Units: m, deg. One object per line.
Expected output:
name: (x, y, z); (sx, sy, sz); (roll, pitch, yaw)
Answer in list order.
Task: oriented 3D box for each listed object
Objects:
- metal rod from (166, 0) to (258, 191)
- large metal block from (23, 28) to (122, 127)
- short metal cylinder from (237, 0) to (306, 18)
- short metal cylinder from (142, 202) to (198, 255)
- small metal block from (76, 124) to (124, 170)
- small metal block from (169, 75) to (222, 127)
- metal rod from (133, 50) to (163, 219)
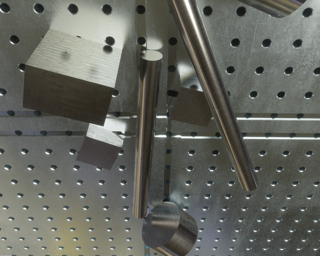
metal rod: (0.070, -0.025, 0.358); (0.025, 0.025, 0.299); (-18, 128, 15)
large metal block: (-0.089, -0.055, 0.328); (0.081, 0.080, 0.050); (14, 129, -12)
short metal cylinder: (0.096, -0.140, 0.257); (0.050, 0.080, 0.079); (17, 128, -14)
short metal cylinder: (0.016, 0.172, 0.522); (0.080, 0.080, 0.050); (-31, 124, 23)
small metal block: (-0.084, 0.028, 0.434); (0.050, 0.025, 0.050); (20, 127, -16)
small metal block: (0.042, -0.032, 0.384); (0.050, 0.025, 0.050); (11, 129, -10)
metal rod: (-0.022, 0.033, 0.438); (0.025, 0.025, 0.298); (4, 130, -3)
